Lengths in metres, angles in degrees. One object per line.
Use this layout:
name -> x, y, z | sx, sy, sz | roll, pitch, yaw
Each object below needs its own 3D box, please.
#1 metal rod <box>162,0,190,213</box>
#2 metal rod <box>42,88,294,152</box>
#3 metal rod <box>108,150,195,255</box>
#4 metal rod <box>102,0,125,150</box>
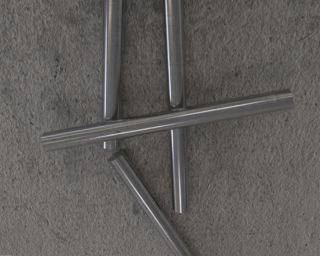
metal rod -> 0.022, -0.023, 0.401 | 0.025, 0.025, 0.298 | -3, 110, 1
metal rod -> 0.006, -0.009, 0.378 | 0.302, 0.025, 0.025 | -10, 110, 3
metal rod -> 0.014, 0.159, 0.468 | 0.025, 0.025, 0.299 | -28, 108, 10
metal rod -> -0.055, -0.116, 0.366 | 0.025, 0.025, 0.298 | 4, 110, -2
